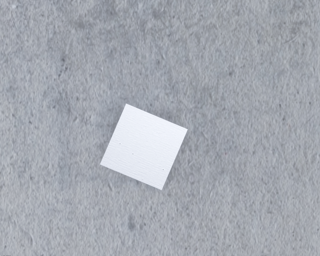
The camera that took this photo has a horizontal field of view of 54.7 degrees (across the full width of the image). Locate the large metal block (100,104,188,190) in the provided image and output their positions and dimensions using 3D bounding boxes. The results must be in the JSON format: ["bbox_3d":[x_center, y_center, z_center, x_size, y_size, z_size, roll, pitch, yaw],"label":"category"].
[{"bbox_3d":[-0.019,0.023,0.397,0.080,0.050,0.080,23,90,-1],"label":"large metal block"}]
